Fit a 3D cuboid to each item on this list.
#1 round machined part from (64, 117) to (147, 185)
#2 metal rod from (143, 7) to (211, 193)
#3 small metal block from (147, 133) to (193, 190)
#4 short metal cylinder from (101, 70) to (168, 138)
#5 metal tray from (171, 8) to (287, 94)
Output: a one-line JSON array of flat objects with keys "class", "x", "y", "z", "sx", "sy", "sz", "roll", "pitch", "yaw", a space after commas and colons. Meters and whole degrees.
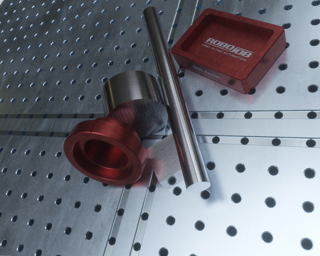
[{"class": "round machined part", "x": -0.063, "y": 0.025, "z": 0.381, "sx": 0.098, "sy": 0.098, "sz": 0.042, "roll": -6, "pitch": 42, "yaw": 25}, {"class": "metal rod", "x": 0.012, "y": -0.059, "z": 0.402, "sx": 0.025, "sy": 0.025, "sz": 0.299, "roll": -23, "pitch": 54, "yaw": 14}, {"class": "small metal block", "x": 0.016, "y": 0.038, "z": 0.376, "sx": 0.050, "sy": 0.025, "sz": 0.050, "roll": -33, "pitch": 52, "yaw": 6}, {"class": "short metal cylinder", "x": -0.034, "y": -0.029, "z": 0.407, "sx": 0.080, "sy": 0.080, "sz": 0.050, "roll": -25, "pitch": 53, "yaw": 13}, {"class": "metal tray", "x": 0.090, "y": -0.110, "z": 0.424, "sx": 0.130, "sy": 0.030, "sz": 0.090, "roll": 33, "pitch": 80, "yaw": 37}]
